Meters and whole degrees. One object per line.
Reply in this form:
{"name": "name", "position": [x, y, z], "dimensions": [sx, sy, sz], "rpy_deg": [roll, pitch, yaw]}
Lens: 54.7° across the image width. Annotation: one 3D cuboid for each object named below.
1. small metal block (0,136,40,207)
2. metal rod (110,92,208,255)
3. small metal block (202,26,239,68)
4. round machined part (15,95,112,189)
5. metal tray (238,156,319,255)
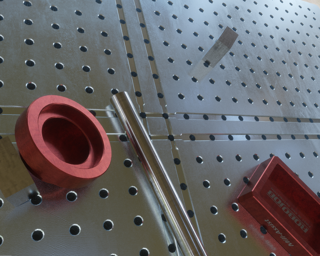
{"name": "small metal block", "position": [-0.138, 0.042, 0.289], "dimensions": [0.025, 0.050, 0.050], "rpy_deg": [-29, 78, -24]}
{"name": "metal rod", "position": [0.012, 0.087, 0.360], "dimensions": [0.025, 0.025, 0.299], "rpy_deg": [-15, 70, -34]}
{"name": "small metal block", "position": [0.103, -0.139, 0.532], "dimensions": [0.025, 0.050, 0.050], "rpy_deg": [37, 51, -4]}
{"name": "round machined part", "position": [-0.101, 0.018, 0.316], "dimensions": [0.098, 0.042, 0.098], "rpy_deg": [39, 29, -27]}
{"name": "metal tray", "position": [0.182, 0.114, 0.432], "dimensions": [0.130, 0.030, 0.091], "rpy_deg": [46, 51, 3]}
